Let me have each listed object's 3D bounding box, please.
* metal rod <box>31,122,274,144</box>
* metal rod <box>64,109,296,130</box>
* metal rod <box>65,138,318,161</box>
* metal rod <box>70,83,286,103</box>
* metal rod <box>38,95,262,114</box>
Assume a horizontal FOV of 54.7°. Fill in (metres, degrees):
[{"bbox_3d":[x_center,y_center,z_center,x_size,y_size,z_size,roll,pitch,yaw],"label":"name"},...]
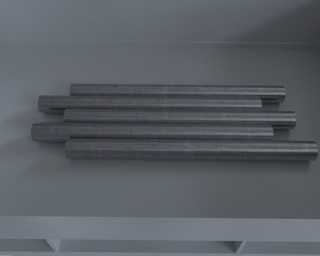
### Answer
[{"bbox_3d":[-0.009,0.007,0.397,0.302,0.025,0.025,1,50,0],"label":"metal rod"},{"bbox_3d":[0.026,-0.012,0.414,0.302,0.025,0.025,1,50,0],"label":"metal rod"},{"bbox_3d":[0.038,0.027,0.381,0.302,0.025,0.025,1,50,0],"label":"metal rod"},{"bbox_3d":[0.025,-0.050,0.445,0.302,0.025,0.025,1,50,0],"label":"metal rod"},{"bbox_3d":[-0.013,-0.031,0.429,0.302,0.025,0.025,1,50,0],"label":"metal rod"}]
